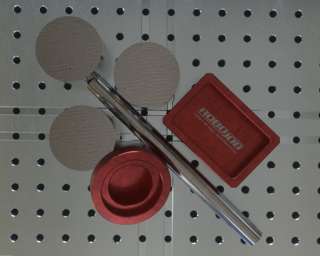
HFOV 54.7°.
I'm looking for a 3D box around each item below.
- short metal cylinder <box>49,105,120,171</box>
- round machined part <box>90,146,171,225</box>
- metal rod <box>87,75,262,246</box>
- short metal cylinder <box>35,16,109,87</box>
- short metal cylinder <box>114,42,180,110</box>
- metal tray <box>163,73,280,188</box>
[{"bbox_3d":[-0.094,0.012,0.400,0.081,0.050,0.080,0,90,0],"label":"short metal cylinder"},{"bbox_3d":[-0.039,0.069,0.394,0.099,0.042,0.097,-5,107,-18],"label":"round machined part"},{"bbox_3d":[0.019,0.043,0.414,0.300,0.025,0.025,44,90,0],"label":"metal rod"},{"bbox_3d":[-0.110,-0.096,0.400,0.081,0.050,0.080,0,90,0],"label":"short metal cylinder"},{"bbox_3d":[-0.016,-0.065,0.400,0.081,0.050,0.080,0,90,0],"label":"short metal cylinder"},{"bbox_3d":[0.079,0.003,0.410,0.130,0.030,0.090,44,90,0],"label":"metal tray"}]
